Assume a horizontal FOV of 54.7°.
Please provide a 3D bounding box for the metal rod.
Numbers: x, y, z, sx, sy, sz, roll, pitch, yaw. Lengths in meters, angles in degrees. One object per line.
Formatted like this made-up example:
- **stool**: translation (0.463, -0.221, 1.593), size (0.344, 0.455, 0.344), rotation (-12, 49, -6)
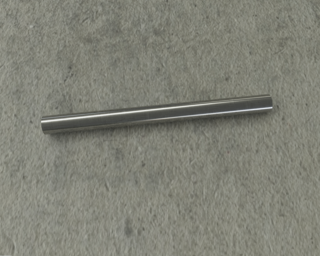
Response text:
- **metal rod**: translation (-0.002, -0.019, 0.414), size (0.302, 0.025, 0.025), rotation (-6, 70, -3)
